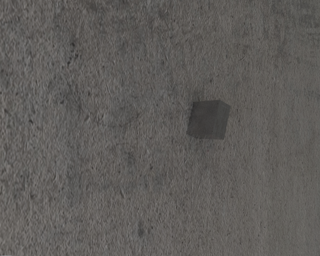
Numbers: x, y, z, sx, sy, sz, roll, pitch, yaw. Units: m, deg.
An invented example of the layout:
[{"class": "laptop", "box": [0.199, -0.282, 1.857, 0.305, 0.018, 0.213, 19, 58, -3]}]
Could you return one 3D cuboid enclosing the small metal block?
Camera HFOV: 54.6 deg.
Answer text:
[{"class": "small metal block", "box": [0.069, -0.011, 0.445, 0.025, 0.050, 0.050, 23, 76, -38]}]
